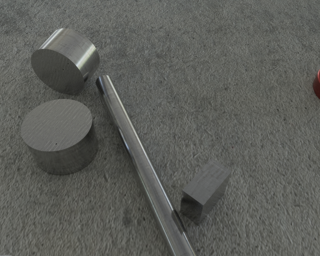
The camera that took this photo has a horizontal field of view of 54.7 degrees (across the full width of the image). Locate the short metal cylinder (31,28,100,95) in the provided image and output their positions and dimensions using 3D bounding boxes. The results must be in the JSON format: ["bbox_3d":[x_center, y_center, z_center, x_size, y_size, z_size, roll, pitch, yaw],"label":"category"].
[{"bbox_3d":[-0.134,-0.094,0.446,0.080,0.080,0.050,14,52,11],"label":"short metal cylinder"}]

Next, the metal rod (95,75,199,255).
[{"bbox_3d":[-0.025,0.037,0.371,0.025,0.025,0.300,-18,52,-15],"label":"metal rod"}]

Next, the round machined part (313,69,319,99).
[{"bbox_3d":[0.282,-0.067,0.451,0.099,0.042,0.098,0,50,0],"label":"round machined part"}]

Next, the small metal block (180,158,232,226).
[{"bbox_3d":[0.048,0.068,0.330,0.025,0.050,0.050,33,58,24],"label":"small metal block"}]

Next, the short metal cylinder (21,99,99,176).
[{"bbox_3d":[-0.119,0.010,0.377,0.081,0.050,0.080,0,50,0],"label":"short metal cylinder"}]
